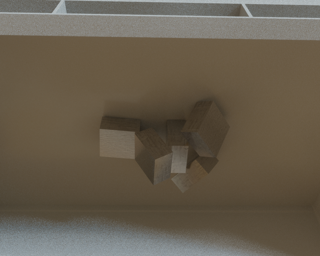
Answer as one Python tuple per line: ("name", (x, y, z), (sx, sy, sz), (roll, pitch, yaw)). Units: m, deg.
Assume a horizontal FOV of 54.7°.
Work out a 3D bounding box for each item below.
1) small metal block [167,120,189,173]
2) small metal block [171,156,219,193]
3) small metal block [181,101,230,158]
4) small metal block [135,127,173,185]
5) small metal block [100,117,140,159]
("small metal block", (0.022, 0.024, 0.412), (0.025, 0.050, 0.050), (1, 130, -1))
("small metal block", (0.050, 0.059, 0.439), (0.025, 0.050, 0.050), (50, 120, 6))
("small metal block", (0.058, 0.002, 0.389), (0.025, 0.050, 0.050), (0, 140, 44))
("small metal block", (-0.009, 0.036, 0.397), (0.025, 0.050, 0.050), (-21, 138, -24))
("small metal block", (-0.054, 0.014, 0.417), (0.050, 0.025, 0.050), (5, 130, -5))
